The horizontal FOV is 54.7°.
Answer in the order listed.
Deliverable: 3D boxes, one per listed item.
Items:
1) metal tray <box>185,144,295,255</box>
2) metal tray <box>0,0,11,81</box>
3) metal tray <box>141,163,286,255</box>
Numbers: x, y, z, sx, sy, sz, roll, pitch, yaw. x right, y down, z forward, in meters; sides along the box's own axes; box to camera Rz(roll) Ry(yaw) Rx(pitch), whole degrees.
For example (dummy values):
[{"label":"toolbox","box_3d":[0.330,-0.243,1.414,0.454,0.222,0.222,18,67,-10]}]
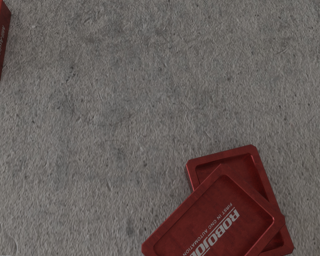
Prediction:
[{"label":"metal tray","box_3d":[0.090,0.093,0.371,0.091,0.030,0.130,-14,71,-5]},{"label":"metal tray","box_3d":[-0.276,-0.127,0.450,0.091,0.030,0.130,-2,70,-1]},{"label":"metal tray","box_3d":[0.056,0.113,0.331,0.130,0.030,0.090,-43,76,-14]}]
